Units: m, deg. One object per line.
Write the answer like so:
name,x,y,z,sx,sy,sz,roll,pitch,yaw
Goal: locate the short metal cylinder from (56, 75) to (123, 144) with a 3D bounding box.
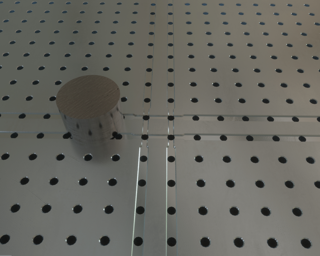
short metal cylinder,-0.091,-0.025,0.413,0.080,0.050,0.080,0,50,0
